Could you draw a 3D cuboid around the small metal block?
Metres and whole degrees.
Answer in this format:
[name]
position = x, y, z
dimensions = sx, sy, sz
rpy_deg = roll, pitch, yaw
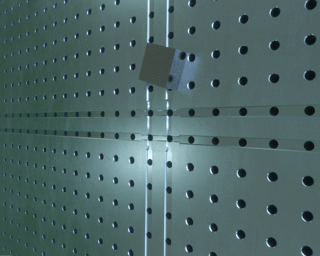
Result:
[small metal block]
position = 0.003, -0.081, 0.408
dimensions = 0.050, 0.025, 0.050
rpy_deg = 24, 105, 37
